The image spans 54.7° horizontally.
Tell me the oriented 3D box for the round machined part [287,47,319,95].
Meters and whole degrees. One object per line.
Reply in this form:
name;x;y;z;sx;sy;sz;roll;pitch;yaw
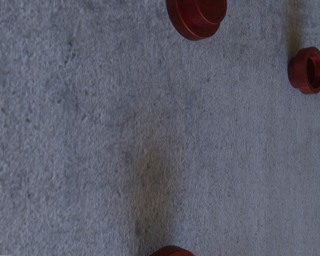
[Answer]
round machined part;0.306;-0.119;0.655;0.099;0.042;0.097;0;90;-40

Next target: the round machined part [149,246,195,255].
round machined part;0.006;0.202;0.401;0.099;0.042;0.097;0;90;-40

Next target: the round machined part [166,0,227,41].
round machined part;0.059;-0.179;0.445;0.099;0.042;0.097;0;90;-40
